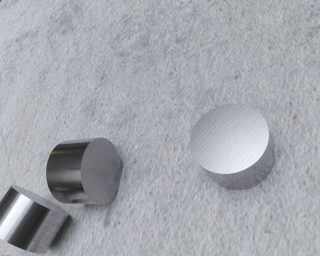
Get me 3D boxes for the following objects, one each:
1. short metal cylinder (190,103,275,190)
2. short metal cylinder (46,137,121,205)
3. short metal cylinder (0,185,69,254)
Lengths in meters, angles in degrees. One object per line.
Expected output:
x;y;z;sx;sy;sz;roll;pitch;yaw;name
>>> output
0.079;0.020;0.333;0.080;0.050;0.080;-13;56;20;short metal cylinder
-0.091;0.053;0.382;0.050;0.080;0.080;-5;59;25;short metal cylinder
-0.162;0.112;0.383;0.080;0.080;0.050;18;72;35;short metal cylinder
